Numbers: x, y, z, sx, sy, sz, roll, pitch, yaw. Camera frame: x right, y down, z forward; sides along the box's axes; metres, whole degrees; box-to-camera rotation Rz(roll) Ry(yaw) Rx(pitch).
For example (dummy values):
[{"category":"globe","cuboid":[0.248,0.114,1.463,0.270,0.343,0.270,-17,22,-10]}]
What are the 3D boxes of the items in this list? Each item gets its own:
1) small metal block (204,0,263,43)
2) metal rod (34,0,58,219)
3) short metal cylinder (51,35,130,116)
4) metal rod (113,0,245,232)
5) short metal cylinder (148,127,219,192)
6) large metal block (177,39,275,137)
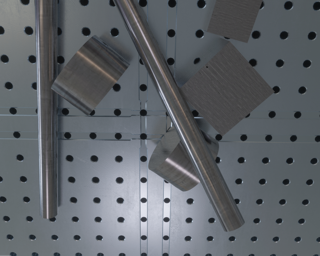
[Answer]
[{"category":"small metal block","cuboid":[0.085,-0.133,0.365,0.050,0.025,0.050,14,110,-6]},{"category":"metal rod","cuboid":[-0.148,-0.012,0.407,0.025,0.025,0.298,6,110,-3]},{"category":"short metal cylinder","cuboid":[-0.080,-0.060,0.361,0.050,0.080,0.080,39,105,-13]},{"category":"metal rod","cuboid":[0.017,-0.027,0.348,0.025,0.025,0.299,-26,87,9]},{"category":"short metal cylinder","cuboid":[0.029,0.034,0.397,0.050,0.080,0.080,36,106,-12]},{"category":"large metal block","cuboid":[0.076,-0.051,0.382,0.080,0.050,0.080,-43,105,14]}]
